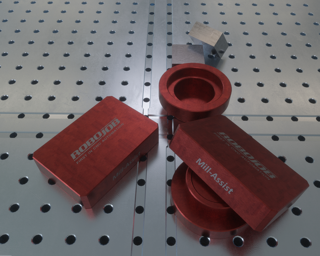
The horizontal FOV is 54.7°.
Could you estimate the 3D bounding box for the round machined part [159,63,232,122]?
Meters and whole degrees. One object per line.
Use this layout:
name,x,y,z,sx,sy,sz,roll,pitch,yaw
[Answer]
round machined part,0.048,-0.044,0.434,0.099,0.042,0.098,0,50,0

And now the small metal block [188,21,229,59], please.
small metal block,0.081,-0.144,0.510,0.050,0.050,0.025,34,94,25

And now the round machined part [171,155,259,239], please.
round machined part,0.062,0.066,0.341,0.099,0.042,0.098,0,50,0

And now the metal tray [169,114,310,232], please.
metal tray,0.084,0.040,0.338,0.091,0.030,0.130,-13,47,-45

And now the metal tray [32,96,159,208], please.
metal tray,-0.075,0.023,0.384,0.090,0.030,0.131,32,57,23

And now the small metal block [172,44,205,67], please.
small metal block,0.044,-0.109,0.500,0.050,0.025,0.050,1,50,1
